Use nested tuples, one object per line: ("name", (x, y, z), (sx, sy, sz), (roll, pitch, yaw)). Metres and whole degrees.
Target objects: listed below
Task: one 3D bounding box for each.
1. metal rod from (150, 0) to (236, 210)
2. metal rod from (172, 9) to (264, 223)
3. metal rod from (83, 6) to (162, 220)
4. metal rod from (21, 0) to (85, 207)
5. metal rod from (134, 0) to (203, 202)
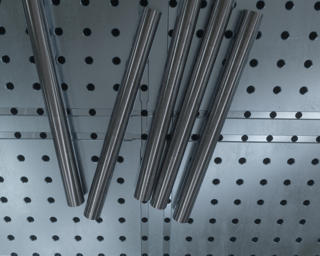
("metal rod", (0.038, -0.023, 0.405), (0.025, 0.025, 0.298), (15, 109, -5))
("metal rod", (0.070, -0.001, 0.413), (0.025, 0.025, 0.298), (15, 109, -5))
("metal rod", (-0.055, -0.005, 0.410), (0.025, 0.025, 0.298), (17, 109, -6))
("metal rod", (-0.136, -0.031, 0.400), (0.025, 0.025, 0.298), (-5, 110, 2))
("metal rod", (0.008, -0.037, 0.399), (0.025, 0.025, 0.298), (12, 110, -5))
